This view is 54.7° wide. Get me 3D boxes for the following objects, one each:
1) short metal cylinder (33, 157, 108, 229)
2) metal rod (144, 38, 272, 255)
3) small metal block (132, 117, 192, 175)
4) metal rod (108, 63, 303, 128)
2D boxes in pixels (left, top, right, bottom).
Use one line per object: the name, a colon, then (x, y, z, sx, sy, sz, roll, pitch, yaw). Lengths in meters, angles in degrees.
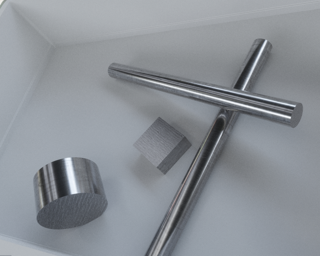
short metal cylinder: (-0.109, 0.080, 0.377, 0.080, 0.080, 0.050, -31, 52, 8)
metal rod: (0.062, 0.019, 0.360, 0.025, 0.025, 0.300, 18, 71, 35)
small metal block: (0.003, 0.022, 0.390, 0.050, 0.025, 0.050, -47, 52, -5)
metal rod: (0.029, -0.053, 0.398, 0.300, 0.025, 0.025, 22, 73, 43)
